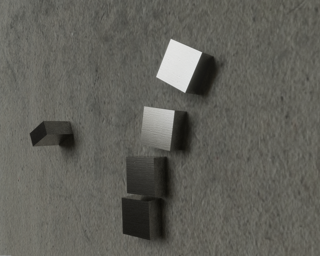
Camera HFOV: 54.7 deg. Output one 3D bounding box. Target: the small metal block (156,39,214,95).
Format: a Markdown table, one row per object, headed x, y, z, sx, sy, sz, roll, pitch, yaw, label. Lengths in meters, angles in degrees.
| x | y | z | sx | sy | sz | roll | pitch | yaw | label |
| --- | --- | --- | --- | --- | --- | --- | --- | --- | --- |
| 0.029 | -0.075 | 0.379 | 0.050 | 0.025 | 0.050 | 34 | 111 | 34 | small metal block |

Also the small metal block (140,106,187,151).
| x | y | z | sx | sy | sz | roll | pitch | yaw | label |
| --- | --- | --- | --- | --- | --- | --- | --- | --- | --- |
| 0.004 | 0.000 | 0.400 | 0.050 | 0.025 | 0.050 | 11 | 97 | 39 | small metal block |

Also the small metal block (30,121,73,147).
| x | y | z | sx | sy | sz | roll | pitch | yaw | label |
| --- | --- | --- | --- | --- | --- | --- | --- | --- | --- |
| -0.190 | 0.010 | 0.542 | 0.050 | 0.050 | 0.025 | -32 | 71 | 35 | small metal block |

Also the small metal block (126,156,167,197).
| x | y | z | sx | sy | sz | roll | pitch | yaw | label |
| --- | --- | --- | --- | --- | --- | --- | --- | --- | --- |
| -0.019 | 0.064 | 0.418 | 0.050 | 0.025 | 0.050 | -3 | 88 | 39 | small metal block |

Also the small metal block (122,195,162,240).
| x | y | z | sx | sy | sz | roll | pitch | yaw | label |
| --- | --- | --- | --- | --- | --- | --- | --- | --- | --- |
| -0.025 | 0.121 | 0.424 | 0.050 | 0.025 | 0.050 | -4 | 88 | 39 | small metal block |
